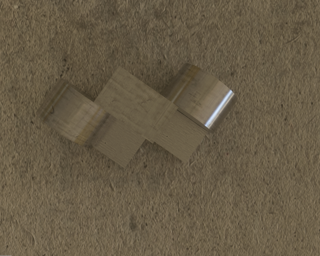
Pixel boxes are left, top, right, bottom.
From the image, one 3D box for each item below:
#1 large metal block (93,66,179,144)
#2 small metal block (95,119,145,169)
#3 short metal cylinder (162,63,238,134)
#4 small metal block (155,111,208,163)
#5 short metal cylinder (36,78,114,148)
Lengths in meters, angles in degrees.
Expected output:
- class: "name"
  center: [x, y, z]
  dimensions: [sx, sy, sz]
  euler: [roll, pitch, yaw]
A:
- class: "large metal block"
  center: [-0.027, -0.026, 0.384]
  dimensions: [0.080, 0.080, 0.050]
  euler: [35, 90, -1]
- class: "small metal block"
  center: [-0.052, 0.017, 0.411]
  dimensions: [0.050, 0.025, 0.050]
  euler: [35, 90, 0]
- class: "short metal cylinder"
  center: [0.048, -0.036, 0.384]
  dimensions: [0.080, 0.080, 0.050]
  euler: [35, 90, 0]
- class: "small metal block"
  center: [0.027, 0.011, 0.412]
  dimensions: [0.050, 0.025, 0.050]
  euler: [35, 90, 0]
- class: "short metal cylinder"
  center: [-0.102, -0.018, 0.383]
  dimensions: [0.080, 0.080, 0.050]
  euler: [35, 90, 0]
